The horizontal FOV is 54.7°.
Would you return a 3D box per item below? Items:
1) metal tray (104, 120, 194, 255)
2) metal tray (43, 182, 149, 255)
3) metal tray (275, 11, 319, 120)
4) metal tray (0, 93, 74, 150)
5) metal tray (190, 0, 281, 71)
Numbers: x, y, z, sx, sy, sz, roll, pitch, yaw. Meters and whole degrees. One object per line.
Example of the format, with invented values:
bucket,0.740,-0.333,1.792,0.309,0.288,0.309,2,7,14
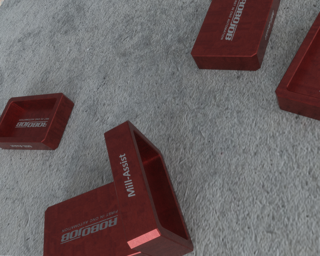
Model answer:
metal tray,-0.013,0.065,0.328,0.030,0.090,0.130,-28,52,11
metal tray,-0.075,0.121,0.366,0.130,0.030,0.090,-23,53,14
metal tray,0.197,-0.069,0.338,0.090,0.030,0.130,23,74,36
metal tray,-0.215,-0.010,0.519,0.130,0.030,0.090,-1,61,27
metal tray,0.107,-0.142,0.432,0.090,0.030,0.130,9,66,32
